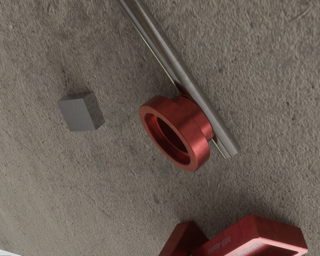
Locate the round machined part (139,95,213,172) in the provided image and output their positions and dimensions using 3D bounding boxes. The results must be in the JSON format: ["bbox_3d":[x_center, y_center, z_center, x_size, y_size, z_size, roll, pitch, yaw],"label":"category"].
[{"bbox_3d":[0.023,0.001,0.365,0.098,0.042,0.098,43,160,21],"label":"round machined part"}]

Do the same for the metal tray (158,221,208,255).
[{"bbox_3d":[0.058,0.218,0.466,0.030,0.090,0.130,-30,102,43],"label":"metal tray"}]

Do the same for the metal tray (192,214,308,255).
[{"bbox_3d":[0.116,0.167,0.418,0.091,0.030,0.129,20,132,-22],"label":"metal tray"}]

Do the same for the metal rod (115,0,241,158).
[{"bbox_3d":[0.002,-0.090,0.348,0.025,0.025,0.299,-27,104,37],"label":"metal rod"}]

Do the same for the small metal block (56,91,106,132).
[{"bbox_3d":[-0.114,-0.023,0.451,0.050,0.025,0.050,-3,117,29],"label":"small metal block"}]
